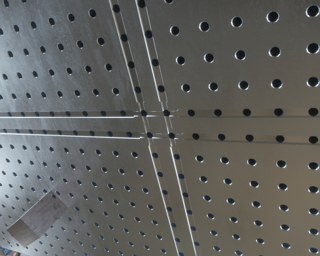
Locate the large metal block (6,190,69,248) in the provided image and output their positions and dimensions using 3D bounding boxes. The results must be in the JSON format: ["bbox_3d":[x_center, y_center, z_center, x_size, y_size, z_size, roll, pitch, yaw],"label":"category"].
[{"bbox_3d":[-0.243,0.181,0.616,0.050,0.080,0.080,48,129,-6],"label":"large metal block"}]
